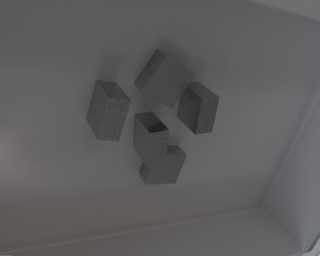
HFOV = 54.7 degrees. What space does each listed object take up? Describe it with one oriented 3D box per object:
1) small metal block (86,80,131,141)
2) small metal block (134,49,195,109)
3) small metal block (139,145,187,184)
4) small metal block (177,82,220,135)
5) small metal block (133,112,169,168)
[{"bbox_3d":[-0.059,-0.020,0.348,0.025,0.050,0.050,6,116,-31],"label":"small metal block"},{"bbox_3d":[0.006,-0.059,0.375,0.050,0.025,0.050,27,104,-37],"label":"small metal block"},{"bbox_3d":[0.004,0.052,0.443,0.050,0.025,0.050,5,116,-31],"label":"small metal block"},{"bbox_3d":[0.048,-0.026,0.402,0.025,0.050,0.050,-7,122,-25],"label":"small metal block"},{"bbox_3d":[-0.013,0.014,0.394,0.025,0.050,0.050,-9,123,-24],"label":"small metal block"}]
